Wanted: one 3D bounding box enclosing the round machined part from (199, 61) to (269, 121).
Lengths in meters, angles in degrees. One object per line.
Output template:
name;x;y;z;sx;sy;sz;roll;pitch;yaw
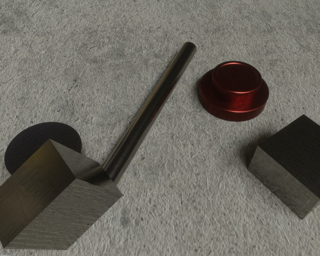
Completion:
round machined part;0.106;-0.059;0.443;0.099;0.042;0.098;0;50;0

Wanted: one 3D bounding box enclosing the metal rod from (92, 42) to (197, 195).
metal rod;-0.011;-0.027;0.425;0.025;0.025;0.301;19;52;15

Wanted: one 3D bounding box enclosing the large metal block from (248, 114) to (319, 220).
large metal block;0.163;0.042;0.354;0.081;0.050;0.080;-29;56;-23

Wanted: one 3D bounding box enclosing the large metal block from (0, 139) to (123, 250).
large metal block;-0.096;0.067;0.292;0.080;0.080;0.050;-45;60;0

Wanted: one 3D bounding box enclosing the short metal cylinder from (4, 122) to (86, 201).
short metal cylinder;-0.125;0.039;0.352;0.081;0.050;0.080;0;50;0
